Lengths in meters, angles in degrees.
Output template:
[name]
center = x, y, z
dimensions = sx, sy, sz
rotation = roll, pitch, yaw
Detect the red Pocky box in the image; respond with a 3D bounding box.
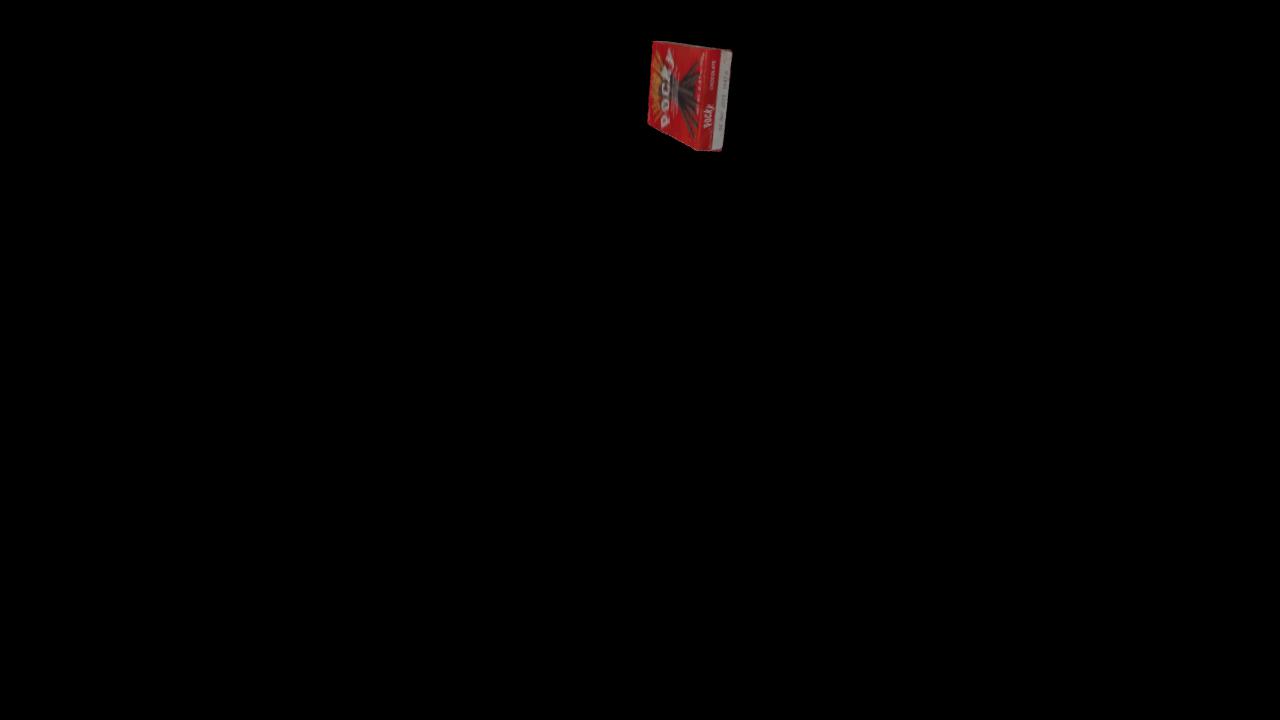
[red Pocky box]
center = 0.042, -0.253, 0.582
dimensions = 0.028, 0.083, 0.155
rotation = -6, 30, -15
